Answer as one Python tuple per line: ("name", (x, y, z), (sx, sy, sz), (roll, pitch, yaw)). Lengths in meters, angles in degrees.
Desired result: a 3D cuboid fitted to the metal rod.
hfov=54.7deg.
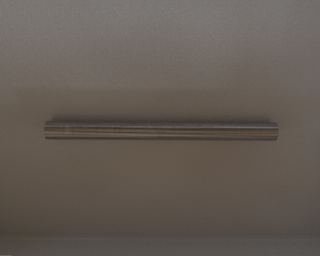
("metal rod", (0.002, 0.004, 0.411), (0.302, 0.025, 0.025), (0, 110, -1))
